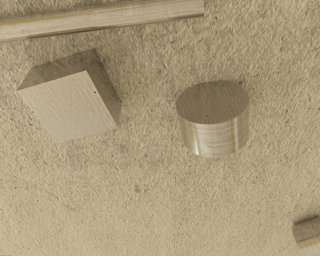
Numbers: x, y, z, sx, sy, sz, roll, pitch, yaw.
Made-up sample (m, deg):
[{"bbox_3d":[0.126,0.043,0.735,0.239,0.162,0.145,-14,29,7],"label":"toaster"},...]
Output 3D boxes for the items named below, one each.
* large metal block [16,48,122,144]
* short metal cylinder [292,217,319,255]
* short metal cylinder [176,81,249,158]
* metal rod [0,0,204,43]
[{"bbox_3d":[-0.099,-0.035,0.360,0.080,0.050,0.080,-14,129,11],"label":"large metal block"},{"bbox_3d":[0.277,0.204,0.548,0.050,0.080,0.080,-30,124,23],"label":"short metal cylinder"},{"bbox_3d":[0.062,-0.012,0.362,0.080,0.080,0.050,-9,130,7],"label":"short metal cylinder"},{"bbox_3d":[-0.108,-0.106,0.315,0.302,0.025,0.025,-6,130,4],"label":"metal rod"}]
